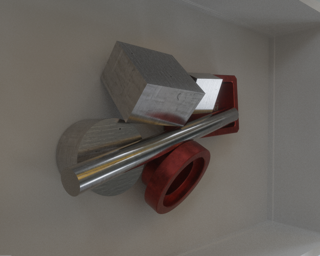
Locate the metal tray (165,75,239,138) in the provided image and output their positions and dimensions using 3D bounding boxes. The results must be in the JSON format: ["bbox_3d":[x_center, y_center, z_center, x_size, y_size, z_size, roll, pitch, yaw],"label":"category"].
[{"bbox_3d":[0.064,-0.033,0.456,0.131,0.030,0.089,-6,94,-40],"label":"metal tray"}]

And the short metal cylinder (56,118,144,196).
[{"bbox_3d":[-0.063,0.030,0.336,0.081,0.050,0.079,0,90,-40],"label":"short metal cylinder"}]

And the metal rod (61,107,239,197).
[{"bbox_3d":[0.019,0.012,0.369,0.302,0.025,0.025,-20,103,-49],"label":"metal rod"}]

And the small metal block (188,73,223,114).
[{"bbox_3d":[0.053,-0.048,0.423,0.050,0.025,0.050,-6,120,-40],"label":"small metal block"}]

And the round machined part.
[{"bbox_3d":[0.015,0.056,0.388,0.099,0.042,0.097,-38,149,-27],"label":"round machined part"}]

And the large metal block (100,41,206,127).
[{"bbox_3d":[-0.010,-0.049,0.352,0.081,0.080,0.050,4,130,-39],"label":"large metal block"}]
